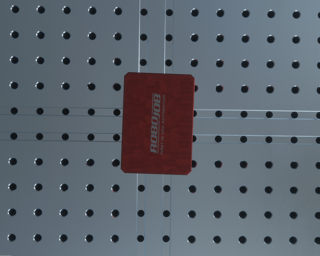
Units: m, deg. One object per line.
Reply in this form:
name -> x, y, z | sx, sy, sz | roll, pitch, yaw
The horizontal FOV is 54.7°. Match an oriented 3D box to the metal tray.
metal tray -> -0.003, -0.006, 0.410 | 0.091, 0.030, 0.129 | 2, 90, -1
